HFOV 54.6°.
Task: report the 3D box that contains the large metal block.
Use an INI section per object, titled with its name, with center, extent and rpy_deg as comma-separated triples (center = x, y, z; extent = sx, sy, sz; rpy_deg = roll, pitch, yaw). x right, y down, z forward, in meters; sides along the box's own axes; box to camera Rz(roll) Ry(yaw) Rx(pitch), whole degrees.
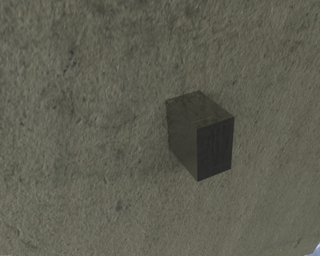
[large metal block]
center = 0.050, 0.008, 0.403
extent = 0.050, 0.080, 0.080
rpy_deg = -18, 126, -18
